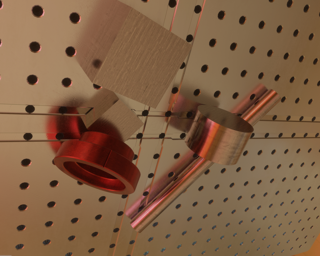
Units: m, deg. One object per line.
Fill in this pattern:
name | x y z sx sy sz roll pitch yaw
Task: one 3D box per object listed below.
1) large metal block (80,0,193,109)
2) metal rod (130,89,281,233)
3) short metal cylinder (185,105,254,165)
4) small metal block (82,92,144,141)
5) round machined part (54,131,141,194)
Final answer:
large metal block | -0.026 -0.078 0.334 0.080 0.050 0.080 21 107 -36
metal rod | 0.070 0.052 0.483 0.300 0.025 0.025 -44 130 2
short metal cylinder | 0.080 0.008 0.427 0.081 0.080 0.050 7 115 -32
small metal block | -0.056 -0.008 0.377 0.050 0.025 0.050 -43 130 1
round machined part | -0.069 0.039 0.364 0.098 0.098 0.042 46 53 -40
